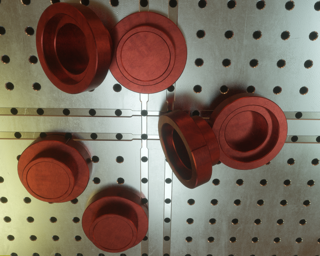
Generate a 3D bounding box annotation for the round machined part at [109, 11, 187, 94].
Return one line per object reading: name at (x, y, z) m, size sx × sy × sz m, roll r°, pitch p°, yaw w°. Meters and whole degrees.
round machined part at (-0.016, -0.088, 0.372) m, size 0.099 × 0.042 × 0.097 m, roll 0°, pitch 110°, yaw 0°

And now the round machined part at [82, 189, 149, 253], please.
round machined part at (-0.066, 0.143, 0.456) m, size 0.099 × 0.042 × 0.097 m, roll 0°, pitch 110°, yaw 0°

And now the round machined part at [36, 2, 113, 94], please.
round machined part at (-0.093, -0.091, 0.355) m, size 0.098 × 0.042 × 0.097 m, roll 13°, pitch 114°, yaw 31°

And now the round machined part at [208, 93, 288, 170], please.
round machined part at (0.109, 0.002, 0.403) m, size 0.099 × 0.042 × 0.097 m, roll -2°, pitch 109°, yaw -5°

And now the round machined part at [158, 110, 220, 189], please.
round machined part at (0.038, 0.023, 0.388) m, size 0.042 × 0.098 × 0.097 m, roll -21°, pitch 111°, yaw -18°

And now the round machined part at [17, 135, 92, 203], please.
round machined part at (-0.147, 0.062, 0.426) m, size 0.099 × 0.042 × 0.097 m, roll 0°, pitch 110°, yaw 0°
